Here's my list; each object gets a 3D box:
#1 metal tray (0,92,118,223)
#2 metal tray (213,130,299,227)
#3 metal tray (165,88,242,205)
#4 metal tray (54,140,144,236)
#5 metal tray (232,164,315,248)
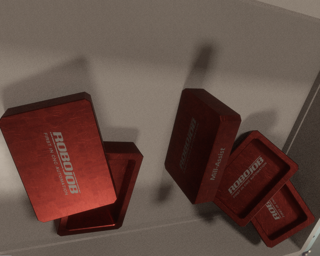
[{"bbox_3d":[-0.106,0.033,0.341,0.091,0.030,0.129,-14,113,-8],"label":"metal tray"},{"bbox_3d":[0.140,0.078,0.494,0.130,0.090,0.030,-48,173,3],"label":"metal tray"},{"bbox_3d":[0.050,0.023,0.410,0.030,0.090,0.129,-2,120,-28],"label":"metal tray"},{"bbox_3d":[-0.083,0.080,0.410,0.091,0.030,0.129,3,117,-30],"label":"metal tray"},{"bbox_3d":[0.182,0.120,0.520,0.090,0.130,0.030,-32,174,2],"label":"metal tray"}]
